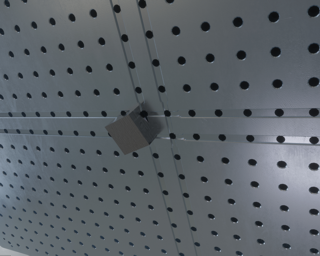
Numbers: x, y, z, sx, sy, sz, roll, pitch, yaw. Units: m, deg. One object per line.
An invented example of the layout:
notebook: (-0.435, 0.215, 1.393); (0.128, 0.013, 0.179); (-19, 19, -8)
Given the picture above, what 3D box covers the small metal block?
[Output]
small metal block: (-0.041, 0.005, 0.436); (0.050, 0.025, 0.050); (-24, 105, 36)
